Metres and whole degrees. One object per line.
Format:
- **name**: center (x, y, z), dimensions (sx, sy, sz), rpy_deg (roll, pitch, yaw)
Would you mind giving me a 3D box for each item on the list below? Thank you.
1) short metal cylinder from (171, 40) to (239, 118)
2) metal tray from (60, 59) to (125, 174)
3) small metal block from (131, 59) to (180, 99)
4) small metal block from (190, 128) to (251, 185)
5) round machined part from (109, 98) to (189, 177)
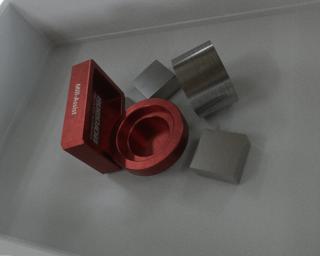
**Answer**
- **short metal cylinder**: center (0.054, -0.058, 0.375), dimensions (0.050, 0.080, 0.080), rpy_deg (-26, 53, 12)
- **metal tray**: center (-0.083, -0.015, 0.413), dimensions (0.030, 0.090, 0.130), rpy_deg (-16, 55, 20)
- **small metal block**: center (-0.006, -0.064, 0.444), dimensions (0.050, 0.025, 0.050), rpy_deg (-42, 50, -1)
- **small metal block**: center (0.068, 0.031, 0.348), dimensions (0.050, 0.025, 0.050), rpy_deg (9, 66, 33)
- **round machined part**: center (-0.010, 0.015, 0.386), dimensions (0.098, 0.042, 0.098), rpy_deg (-13, 56, 20)
